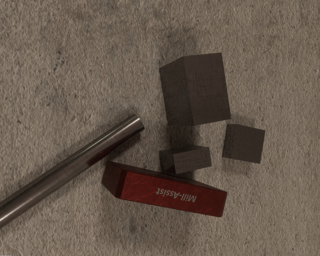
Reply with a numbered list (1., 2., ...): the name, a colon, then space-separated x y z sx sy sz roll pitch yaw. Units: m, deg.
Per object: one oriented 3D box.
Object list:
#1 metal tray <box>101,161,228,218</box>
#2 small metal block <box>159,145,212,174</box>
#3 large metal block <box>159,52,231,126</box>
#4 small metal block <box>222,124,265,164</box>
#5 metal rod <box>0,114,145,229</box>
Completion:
1. metal tray: 0.003 0.072 0.376 0.131 0.090 0.030 16 85 -20
2. small metal block: 0.032 0.040 0.409 0.050 0.050 0.025 -9 94 -20
3. large metal block: 0.042 -0.046 0.396 0.050 0.080 0.079 -10 94 -20
4. small metal block: 0.123 0.023 0.456 0.050 0.025 0.050 11 86 -20
5. metal rod: -0.145 0.075 0.355 0.301 0.025 0.025 -35 102 -17
